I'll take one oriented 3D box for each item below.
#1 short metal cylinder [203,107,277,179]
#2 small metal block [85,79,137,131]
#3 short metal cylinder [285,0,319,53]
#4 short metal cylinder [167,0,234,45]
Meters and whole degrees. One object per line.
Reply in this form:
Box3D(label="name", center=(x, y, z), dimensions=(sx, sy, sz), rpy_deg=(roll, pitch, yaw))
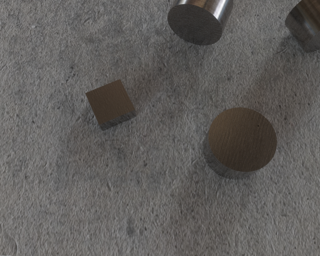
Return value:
Box3D(label="short metal cylinder", center=(0.097, 0.021, 0.388), dimensions=(0.081, 0.050, 0.080), rpy_deg=(0, 70, 0))
Box3D(label="small metal block", center=(-0.066, -0.031, 0.419), dimensions=(0.050, 0.025, 0.050), rpy_deg=(-24, 72, -9))
Box3D(label="short metal cylinder", center=(0.227, -0.152, 0.436), dimensions=(0.080, 0.080, 0.050), rpy_deg=(-23, 72, -8))
Box3D(label="short metal cylinder", center=(0.057, -0.163, 0.439), dimensions=(0.080, 0.080, 0.050), rpy_deg=(21, 72, 7))
